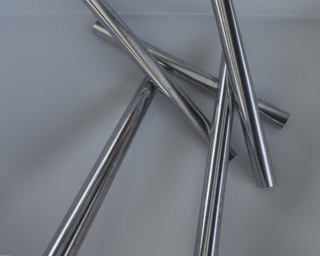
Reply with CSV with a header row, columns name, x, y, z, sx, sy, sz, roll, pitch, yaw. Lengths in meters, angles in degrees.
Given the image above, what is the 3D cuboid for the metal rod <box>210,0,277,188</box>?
name,x,y,z,sx,sy,sz,roll,pitch,yaw
metal rod,0.094,-0.073,0.374,0.025,0.025,0.298,-16,95,-6

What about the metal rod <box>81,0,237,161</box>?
name,x,y,z,sx,sy,sz,roll,pitch,yaw
metal rod,-0.007,-0.074,0.407,0.025,0.025,0.300,-39,86,-13

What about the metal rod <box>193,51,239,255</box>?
name,x,y,z,sx,sy,sz,roll,pitch,yaw
metal rod,0.073,0.009,0.374,0.025,0.025,0.299,11,67,4

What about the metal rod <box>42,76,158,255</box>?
name,x,y,z,sx,sy,sz,roll,pitch,yaw
metal rod,-0.053,0.034,0.330,0.025,0.025,0.301,17,45,6

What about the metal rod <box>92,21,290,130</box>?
name,x,y,z,sx,sy,sz,roll,pitch,yaw
metal rod,0.037,-0.079,0.438,0.301,0.025,0.025,29,73,10
